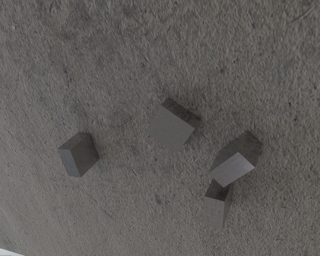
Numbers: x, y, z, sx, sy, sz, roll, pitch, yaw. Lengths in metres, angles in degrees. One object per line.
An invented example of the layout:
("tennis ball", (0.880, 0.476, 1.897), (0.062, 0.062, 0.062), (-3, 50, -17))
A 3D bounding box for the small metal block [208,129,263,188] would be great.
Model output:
("small metal block", (0.089, 0.036, 0.366), (0.025, 0.050, 0.050), (44, 129, -2))

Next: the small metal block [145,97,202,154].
("small metal block", (0.016, -0.003, 0.396), (0.050, 0.025, 0.050), (35, 129, 5))

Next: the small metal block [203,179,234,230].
("small metal block", (0.078, 0.096, 0.409), (0.025, 0.050, 0.050), (11, 123, 22))

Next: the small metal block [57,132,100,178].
("small metal block", (-0.125, 0.041, 0.482), (0.025, 0.050, 0.050), (2, 119, 27))
